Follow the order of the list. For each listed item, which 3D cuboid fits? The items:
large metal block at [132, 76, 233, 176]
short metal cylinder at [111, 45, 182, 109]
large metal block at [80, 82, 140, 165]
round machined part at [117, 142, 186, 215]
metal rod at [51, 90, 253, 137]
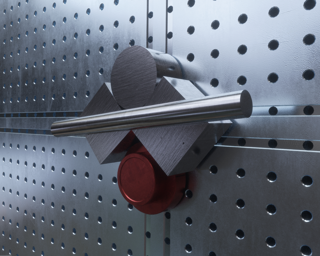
[{"bbox_3d":[0.023,-0.003,0.366,0.080,0.050,0.080,50,120,28],"label":"large metal block"},{"bbox_3d":[-0.018,-0.062,0.403,0.080,0.050,0.079,0,90,40],"label":"short metal cylinder"},{"bbox_3d":[-0.063,-0.006,0.439,0.080,0.050,0.080,-47,64,29],"label":"large metal block"},{"bbox_3d":[-0.018,0.065,0.408,0.098,0.042,0.097,0,90,40],"label":"round machined part"},{"bbox_3d":[-0.038,-0.010,0.368,0.300,0.025,0.025,-6,86,40],"label":"metal rod"}]
